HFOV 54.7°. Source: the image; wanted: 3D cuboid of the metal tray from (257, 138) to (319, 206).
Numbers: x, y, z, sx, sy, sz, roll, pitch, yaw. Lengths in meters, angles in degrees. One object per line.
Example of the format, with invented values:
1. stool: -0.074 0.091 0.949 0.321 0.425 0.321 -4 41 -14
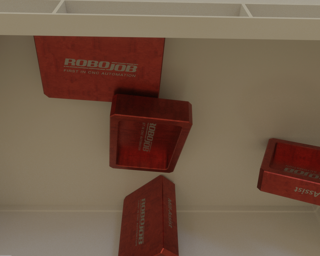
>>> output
1. metal tray: 0.196 0.057 0.385 0.130 0.090 0.030 11 119 22

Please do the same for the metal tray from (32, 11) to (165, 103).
1. metal tray: -0.063 -0.074 0.342 0.131 0.030 0.089 4 130 -4

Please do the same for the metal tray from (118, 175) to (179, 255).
1. metal tray: -0.018 0.145 0.463 0.090 0.130 0.030 -36 122 26

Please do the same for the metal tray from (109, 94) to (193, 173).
1. metal tray: -0.017 0.013 0.393 0.091 0.030 0.129 6 146 -6
